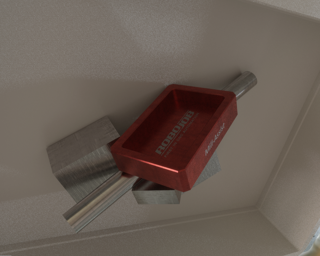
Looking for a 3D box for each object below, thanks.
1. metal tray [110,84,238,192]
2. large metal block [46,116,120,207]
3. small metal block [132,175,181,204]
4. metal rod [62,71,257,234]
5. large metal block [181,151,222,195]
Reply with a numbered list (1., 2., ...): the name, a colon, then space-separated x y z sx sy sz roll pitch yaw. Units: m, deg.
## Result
1. metal tray: 0.020 0.002 0.344 0.131 0.090 0.030 -50 139 -36
2. large metal block: -0.077 0.046 0.375 0.080 0.050 0.080 -30 129 -10
3. small metal block: 0.000 0.062 0.368 0.050 0.050 0.025 -5 129 17
4. metal rod: 0.017 0.015 0.379 0.302 0.025 0.025 -38 131 -23
5. large metal block: 0.032 0.040 0.435 0.080 0.050 0.080 -30 129 -10
